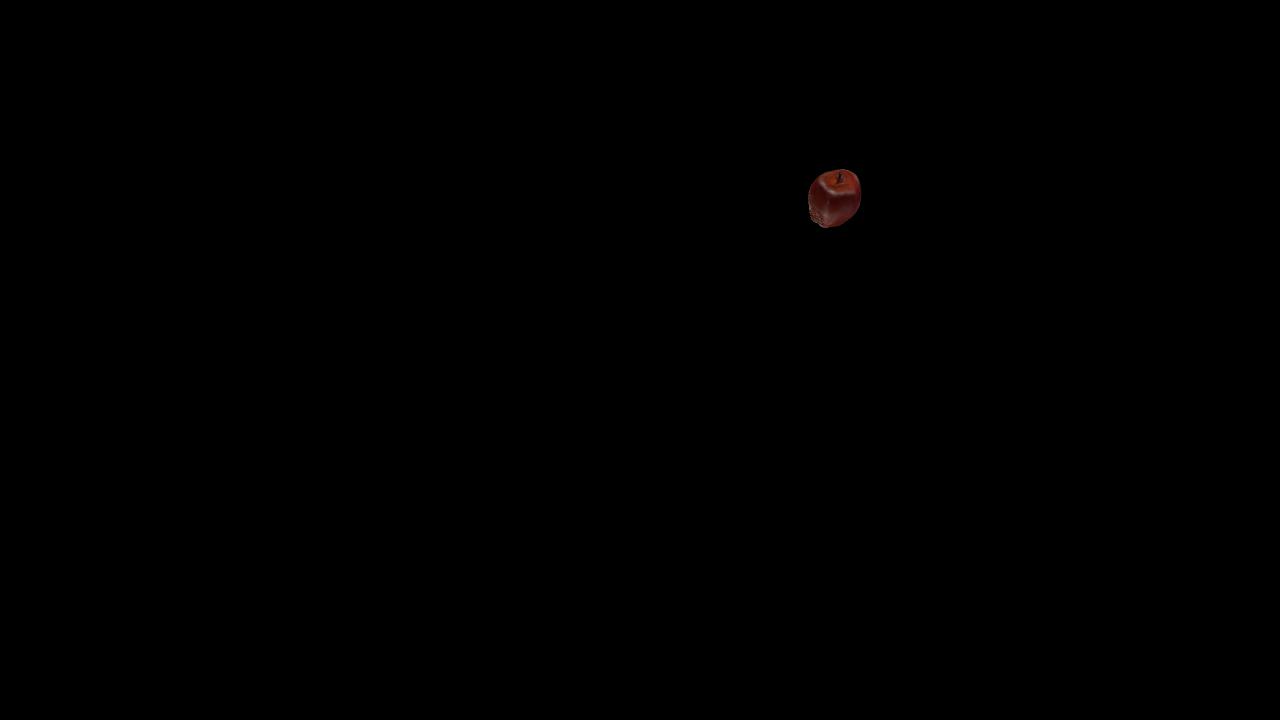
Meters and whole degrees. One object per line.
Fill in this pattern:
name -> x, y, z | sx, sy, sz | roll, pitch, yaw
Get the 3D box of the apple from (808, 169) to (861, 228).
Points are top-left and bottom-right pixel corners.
apple -> 0.295, -0.245, 0.933 | 0.079, 0.079, 0.093 | 0, -32, 3
